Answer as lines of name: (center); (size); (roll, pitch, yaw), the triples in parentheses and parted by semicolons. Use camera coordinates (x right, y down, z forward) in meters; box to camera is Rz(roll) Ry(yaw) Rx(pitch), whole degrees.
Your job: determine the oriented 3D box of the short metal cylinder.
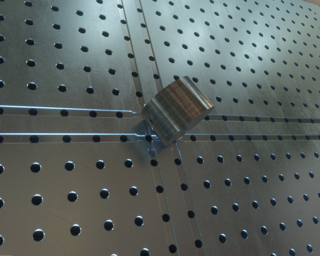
short metal cylinder: (0.022, -0.021, 0.396); (0.081, 0.080, 0.050); (-32, 79, -38)
